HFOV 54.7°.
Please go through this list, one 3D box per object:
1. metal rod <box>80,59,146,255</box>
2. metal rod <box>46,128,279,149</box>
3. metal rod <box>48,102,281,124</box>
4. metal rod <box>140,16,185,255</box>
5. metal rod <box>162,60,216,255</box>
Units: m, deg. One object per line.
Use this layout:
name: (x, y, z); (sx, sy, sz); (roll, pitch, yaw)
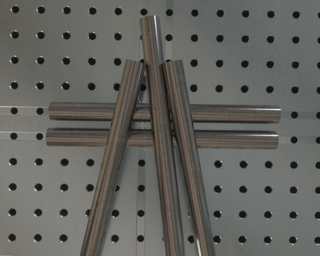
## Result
metal rod: (-0.066, 0.063, 0.394); (0.025, 0.025, 0.298); (14, 97, -1)
metal rod: (0.003, 0.014, 0.414); (0.302, 0.025, 0.025); (1, 90, -1)
metal rod: (0.007, -0.020, 0.414); (0.302, 0.025, 0.025); (1, 90, -1)
metal rod: (0.003, 0.012, 0.389); (0.025, 0.025, 0.298); (-6, 90, 0)
metal rod: (0.042, 0.065, 0.395); (0.025, 0.025, 0.298); (-11, 97, 0)
